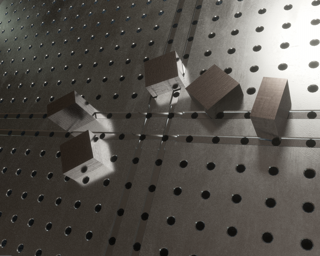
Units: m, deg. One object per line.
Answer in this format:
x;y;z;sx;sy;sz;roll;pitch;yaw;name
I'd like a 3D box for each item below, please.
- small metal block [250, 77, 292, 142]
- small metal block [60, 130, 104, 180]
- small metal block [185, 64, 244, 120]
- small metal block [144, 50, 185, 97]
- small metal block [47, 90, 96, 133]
0.123;-0.020;0.340;0.025;0.050;0.050;12;68;33;small metal block
-0.112;0.038;0.442;0.050;0.025;0.050;-28;52;10;small metal block
0.070;-0.047;0.400;0.050;0.025;0.050;-40;51;1;small metal block
0.006;-0.079;0.452;0.050;0.025;0.050;-16;55;18;small metal block
-0.136;-0.024;0.476;0.050;0.050;0.025;-26;53;12;small metal block
